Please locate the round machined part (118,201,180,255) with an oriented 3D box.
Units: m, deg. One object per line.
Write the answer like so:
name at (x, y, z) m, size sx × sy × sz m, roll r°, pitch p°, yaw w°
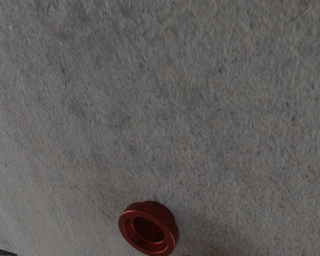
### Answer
round machined part at (-0.014, 0.157, 0.499) m, size 0.098 × 0.042 × 0.097 m, roll 13°, pitch 124°, yaw 20°
